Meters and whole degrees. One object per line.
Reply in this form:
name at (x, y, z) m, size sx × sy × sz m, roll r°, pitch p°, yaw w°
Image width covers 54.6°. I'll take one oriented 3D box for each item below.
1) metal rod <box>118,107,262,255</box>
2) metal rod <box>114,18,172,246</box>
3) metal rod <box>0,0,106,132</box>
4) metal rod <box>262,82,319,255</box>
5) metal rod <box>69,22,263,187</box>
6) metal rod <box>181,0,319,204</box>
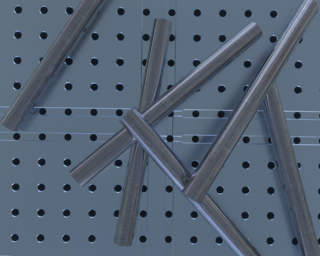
metal rod at (0.057, 0.096, 0.385) m, size 0.025 × 0.025 × 0.300 m, roll -40°, pitch 102°, yaw 0°
metal rod at (-0.023, 0.006, 0.413) m, size 0.025 × 0.025 × 0.299 m, roll 10°, pitch 90°, yaw 0°
metal rod at (-0.117, -0.126, 0.412) m, size 0.025 × 0.025 × 0.299 m, roll 34°, pitch 90°, yaw 0°
metal rod at (0.178, 0.079, 0.414) m, size 0.025 × 0.025 × 0.299 m, roll -15°, pitch 90°, yaw 0°
metal rod at (0.014, -0.035, 0.393) m, size 0.301 × 0.025 × 0.025 m, roll -40°, pitch 90°, yaw -8°
metal rod at (0.117, -0.041, 0.382) m, size 0.025 × 0.025 × 0.300 m, roll 34°, pitch 77°, yaw 0°
